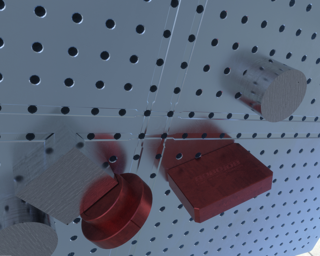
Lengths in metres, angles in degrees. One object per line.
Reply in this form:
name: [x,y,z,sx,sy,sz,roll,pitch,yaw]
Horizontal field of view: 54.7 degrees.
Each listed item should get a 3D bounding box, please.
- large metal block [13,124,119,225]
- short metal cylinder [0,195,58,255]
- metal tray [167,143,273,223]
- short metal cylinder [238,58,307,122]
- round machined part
large metal block: [-0.111,0.057,0.369,0.080,0.050,0.080,-40,129,-1]
short metal cylinder: [-0.171,0.128,0.381,0.081,0.050,0.079,-14,124,-21]
metal tray: [0.088,0.077,0.464,0.131,0.090,0.030,-20,126,-17]
short metal cylinder: [0.162,-0.055,0.449,0.081,0.050,0.079,-14,124,-21]
round machined part: [-0.062,0.096,0.390,0.098,0.098,0.042,-40,122,-1]
